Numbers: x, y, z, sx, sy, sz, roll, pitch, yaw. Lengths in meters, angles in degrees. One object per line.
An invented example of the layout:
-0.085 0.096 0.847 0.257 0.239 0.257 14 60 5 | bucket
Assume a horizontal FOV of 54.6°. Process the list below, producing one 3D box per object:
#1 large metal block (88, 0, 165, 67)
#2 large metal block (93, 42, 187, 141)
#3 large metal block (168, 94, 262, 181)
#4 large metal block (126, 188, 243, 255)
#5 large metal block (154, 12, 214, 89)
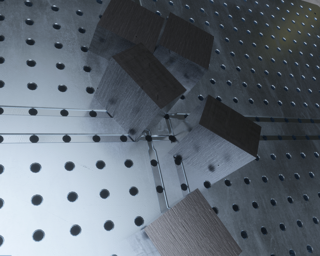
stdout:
-0.047 -0.137 0.450 0.080 0.050 0.080 25 53 -13 | large metal block
-0.027 -0.043 0.384 0.080 0.080 0.050 47 51 5 | large metal block
0.069 0.016 0.400 0.080 0.080 0.050 30 52 -9 | large metal block
0.026 0.124 0.329 0.081 0.050 0.080 -27 77 -37 | large metal block
0.032 -0.120 0.482 0.080 0.050 0.080 25 53 -13 | large metal block
